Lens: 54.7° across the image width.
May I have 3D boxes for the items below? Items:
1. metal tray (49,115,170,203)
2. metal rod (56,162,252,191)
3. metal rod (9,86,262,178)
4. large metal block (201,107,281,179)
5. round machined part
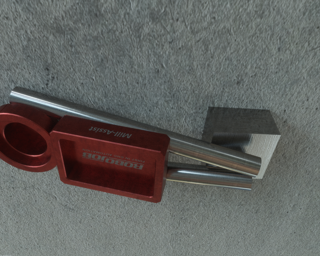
[{"bbox_3d":[-0.057,0.039,0.370,0.131,0.030,0.089,10,131,7],"label":"metal tray"},{"bbox_3d":[-0.035,0.052,0.410,0.301,0.025,0.025,5,131,11],"label":"metal rod"},{"bbox_3d":[-0.030,0.004,0.369,0.302,0.025,0.025,16,129,2],"label":"metal rod"},{"bbox_3d":[0.100,0.020,0.409,0.081,0.050,0.079,3,130,-3],"label":"large metal block"},{"bbox_3d":[-0.166,0.008,0.395,0.099,0.042,0.097,6,130,8],"label":"round machined part"}]
